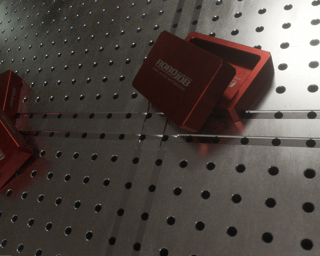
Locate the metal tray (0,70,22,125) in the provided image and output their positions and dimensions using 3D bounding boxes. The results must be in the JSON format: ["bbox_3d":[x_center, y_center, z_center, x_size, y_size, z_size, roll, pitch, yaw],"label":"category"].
[{"bbox_3d":[-0.317,-0.043,0.594,0.090,0.030,0.130,-20,54,15],"label":"metal tray"}]

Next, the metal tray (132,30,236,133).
[{"bbox_3d":[0.024,-0.064,0.400,0.090,0.030,0.130,-58,44,11],"label":"metal tray"}]

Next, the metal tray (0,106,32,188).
[{"bbox_3d":[-0.278,0.027,0.506,0.090,0.030,0.130,-47,65,2],"label":"metal tray"}]

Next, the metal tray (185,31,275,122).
[{"bbox_3d":[0.070,-0.073,0.412,0.130,0.030,0.090,30,78,37],"label":"metal tray"}]
